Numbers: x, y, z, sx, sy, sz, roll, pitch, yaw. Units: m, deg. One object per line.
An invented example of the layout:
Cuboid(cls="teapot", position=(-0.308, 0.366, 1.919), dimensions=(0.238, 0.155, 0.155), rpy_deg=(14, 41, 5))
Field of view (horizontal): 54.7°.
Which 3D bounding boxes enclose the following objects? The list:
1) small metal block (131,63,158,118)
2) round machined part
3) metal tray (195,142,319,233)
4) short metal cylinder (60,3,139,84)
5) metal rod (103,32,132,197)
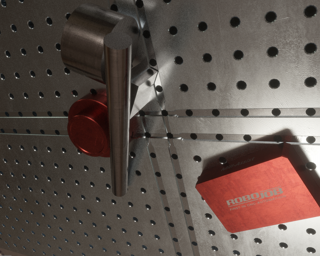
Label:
Cuboid(cls="small metal block", position=(-0.031, -0.046, 0.382), dimensions=(0.025, 0.050, 0.050), rpy_deg=(28, 128, 10))
Cuboid(cls="round machined part", position=(-0.094, 0.003, 0.449), dimensions=(0.098, 0.042, 0.097), rpy_deg=(13, 124, 20))
Cuboid(cls="metal tray", position=(0.122, 0.081, 0.393), dimensions=(0.130, 0.030, 0.090), rpy_deg=(-28, 104, 37))
Cuboid(cls="short metal cylinder", position=(-0.066, -0.094, 0.351), dimensions=(0.050, 0.080, 0.079), rpy_deg=(23, 127, 14))
Cuboid(cls="metal rod", position=(-0.052, 0.012, 0.390), dimensions=(0.025, 0.025, 0.298), rpy_deg=(25, 144, 12))
